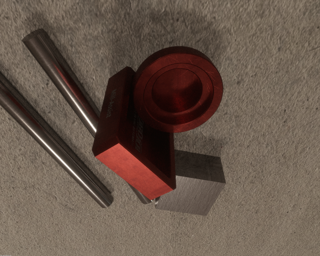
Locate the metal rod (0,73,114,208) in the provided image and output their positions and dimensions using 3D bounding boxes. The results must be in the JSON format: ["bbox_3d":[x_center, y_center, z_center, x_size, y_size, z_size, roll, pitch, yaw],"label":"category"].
[{"bbox_3d":[-0.150,0.018,0.419,0.025,0.025,0.299,-20,128,15],"label":"metal rod"}]

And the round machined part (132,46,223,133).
[{"bbox_3d":[0.018,-0.046,0.351,0.099,0.042,0.097,-4,125,-6],"label":"round machined part"}]

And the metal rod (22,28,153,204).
[{"bbox_3d":[-0.076,0.008,0.412,0.025,0.025,0.299,-18,128,14],"label":"metal rod"}]

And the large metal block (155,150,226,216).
[{"bbox_3d":[0.042,0.082,0.462,0.081,0.050,0.079,11,129,-10],"label":"large metal block"}]

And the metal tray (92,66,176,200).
[{"bbox_3d":[-0.022,0.001,0.339,0.030,0.130,0.090,-30,124,23],"label":"metal tray"}]
